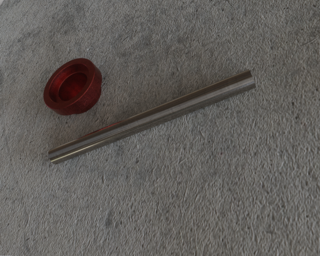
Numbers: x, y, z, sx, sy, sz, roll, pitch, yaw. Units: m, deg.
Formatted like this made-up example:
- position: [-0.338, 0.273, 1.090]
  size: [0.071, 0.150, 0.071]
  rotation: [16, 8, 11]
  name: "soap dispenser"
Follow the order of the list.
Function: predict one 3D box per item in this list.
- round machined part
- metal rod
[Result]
- position: [-0.135, -0.062, 0.502]
  size: [0.098, 0.042, 0.098]
  rotation: [-13, 56, 21]
  name: "round machined part"
- position: [-0.022, -0.009, 0.420]
  size: [0.301, 0.025, 0.025]
  rotation: [-21, 54, 15]
  name: "metal rod"
